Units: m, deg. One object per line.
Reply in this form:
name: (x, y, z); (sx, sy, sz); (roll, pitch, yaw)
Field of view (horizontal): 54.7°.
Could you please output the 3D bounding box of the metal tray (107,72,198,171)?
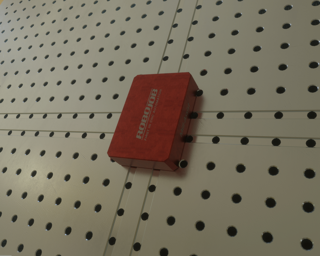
metal tray: (-0.008, -0.012, 0.414); (0.090, 0.030, 0.130); (2, 63, 29)
